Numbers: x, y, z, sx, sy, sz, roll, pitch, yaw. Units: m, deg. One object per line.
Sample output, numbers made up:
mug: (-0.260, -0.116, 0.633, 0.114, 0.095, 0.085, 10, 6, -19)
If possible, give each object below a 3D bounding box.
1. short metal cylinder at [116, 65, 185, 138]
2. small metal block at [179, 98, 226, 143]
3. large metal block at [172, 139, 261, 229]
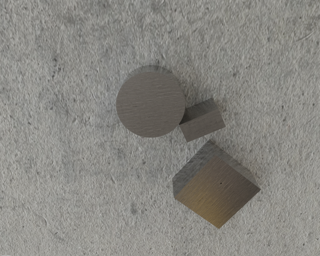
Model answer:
short metal cylinder: (-0.011, -0.034, 0.384, 0.081, 0.050, 0.079, 0, 110, -1)
small metal block: (0.051, -0.011, 0.393, 0.050, 0.050, 0.025, -23, 109, 8)
large metal block: (0.074, 0.077, 0.426, 0.080, 0.050, 0.080, 37, 106, -13)
